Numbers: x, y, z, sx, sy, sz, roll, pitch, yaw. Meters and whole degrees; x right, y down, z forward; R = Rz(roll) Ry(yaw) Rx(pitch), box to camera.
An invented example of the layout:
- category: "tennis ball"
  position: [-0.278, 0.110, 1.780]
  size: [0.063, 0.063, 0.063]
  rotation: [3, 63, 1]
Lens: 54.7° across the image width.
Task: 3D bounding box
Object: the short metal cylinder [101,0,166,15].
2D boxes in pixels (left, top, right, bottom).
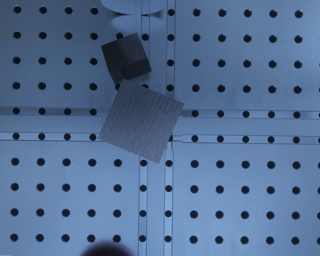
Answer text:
- category: "short metal cylinder"
  position: [-0.032, -0.180, 0.385]
  size: [0.081, 0.080, 0.050]
  rotation: [1, 90, 0]

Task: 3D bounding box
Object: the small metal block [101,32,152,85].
- category: "small metal block"
  position: [-0.044, -0.090, 0.401]
  size: [0.050, 0.025, 0.050]
  rotation: [-21, 57, 0]

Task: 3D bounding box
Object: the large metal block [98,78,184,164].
- category: "large metal block"
  position: [-0.023, -0.009, 0.401]
  size: [0.080, 0.050, 0.080]
  rotation: [23, 90, 0]
